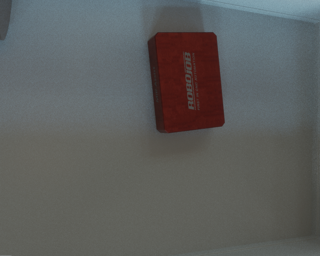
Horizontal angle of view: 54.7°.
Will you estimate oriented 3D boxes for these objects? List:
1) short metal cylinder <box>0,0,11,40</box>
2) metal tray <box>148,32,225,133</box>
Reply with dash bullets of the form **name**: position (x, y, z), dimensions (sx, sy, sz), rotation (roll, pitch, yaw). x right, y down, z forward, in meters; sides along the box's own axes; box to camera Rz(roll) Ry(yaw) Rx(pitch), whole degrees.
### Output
- **short metal cylinder**: position (-0.183, -0.134, 0.313), dimensions (0.050, 0.080, 0.080), rotation (7, 88, -20)
- **metal tray**: position (0.037, -0.062, 0.422), dimensions (0.091, 0.030, 0.129), rotation (-7, 93, -20)
